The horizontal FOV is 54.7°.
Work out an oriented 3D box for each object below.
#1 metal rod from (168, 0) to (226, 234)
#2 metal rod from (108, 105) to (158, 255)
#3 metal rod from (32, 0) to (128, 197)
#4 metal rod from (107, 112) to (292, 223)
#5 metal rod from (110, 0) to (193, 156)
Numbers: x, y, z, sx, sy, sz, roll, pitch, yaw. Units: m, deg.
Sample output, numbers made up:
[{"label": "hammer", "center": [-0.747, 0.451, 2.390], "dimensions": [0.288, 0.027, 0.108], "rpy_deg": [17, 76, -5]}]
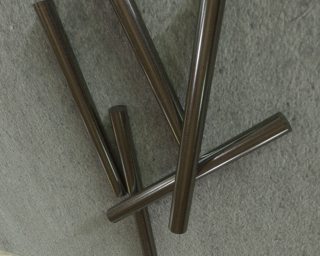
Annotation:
[{"label": "metal rod", "center": [0.038, -0.005, 0.349], "dimensions": [0.025, 0.025, 0.298], "rpy_deg": [15, 114, 19]}, {"label": "metal rod", "center": [-0.037, 0.104, 0.488], "dimensions": [0.025, 0.025, 0.298], "rpy_deg": [5, 121, 25]}, {"label": "metal rod", "center": [-0.104, -0.026, 0.443], "dimensions": [0.025, 0.025, 0.298], "rpy_deg": [-4, 117, 30]}, {"label": "metal rod", "center": [0.030, 0.066, 0.411], "dimensions": [0.299, 0.025, 0.025], "rpy_deg": [-35, 99, 32]}, {"label": "metal rod", "center": [-0.020, -0.095, 0.357], "dimensions": [0.025, 0.025, 0.299], "rpy_deg": [-13, 112, 33]}]
